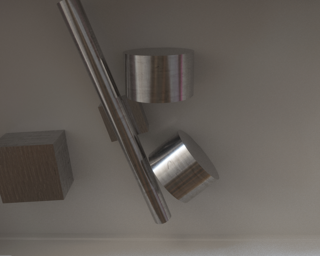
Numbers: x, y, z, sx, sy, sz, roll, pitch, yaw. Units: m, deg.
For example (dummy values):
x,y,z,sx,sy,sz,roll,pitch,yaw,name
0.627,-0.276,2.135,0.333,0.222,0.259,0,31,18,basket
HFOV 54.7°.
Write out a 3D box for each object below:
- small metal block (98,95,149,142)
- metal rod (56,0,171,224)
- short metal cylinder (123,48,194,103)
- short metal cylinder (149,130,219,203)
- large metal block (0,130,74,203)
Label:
x,y,z,sx,sy,sz,roll,pitch,yaw,name
-0.046,-0.015,0.405,0.050,0.025,0.050,-16,110,5,small metal block
-0.048,-0.006,0.381,0.025,0.025,0.298,-19,109,6,metal rod
-0.001,-0.064,0.359,0.081,0.080,0.050,-1,110,0,short metal cylinder
0.031,0.049,0.400,0.050,0.080,0.080,-41,106,13,short metal cylinder
-0.168,0.050,0.414,0.081,0.050,0.079,-4,110,1,large metal block
